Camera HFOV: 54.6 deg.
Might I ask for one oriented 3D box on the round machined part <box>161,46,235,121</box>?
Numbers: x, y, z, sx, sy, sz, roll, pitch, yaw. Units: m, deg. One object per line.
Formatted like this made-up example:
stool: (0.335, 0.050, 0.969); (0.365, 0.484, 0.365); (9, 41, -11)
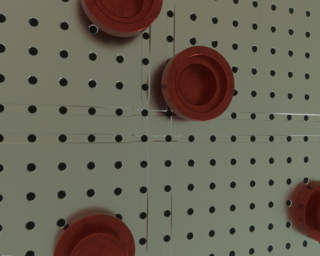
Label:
round machined part: (0.048, -0.058, 0.421); (0.099, 0.042, 0.097); (0, 90, -20)

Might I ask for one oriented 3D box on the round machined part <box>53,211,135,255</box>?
round machined part: (-0.077, 0.154, 0.375); (0.099, 0.042, 0.097); (0, 90, -20)

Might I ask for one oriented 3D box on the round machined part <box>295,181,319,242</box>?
round machined part: (0.274, 0.138, 0.504); (0.099, 0.042, 0.097); (0, 90, -20)

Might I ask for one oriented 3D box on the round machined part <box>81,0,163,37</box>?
round machined part: (-0.050, -0.162, 0.385); (0.099, 0.042, 0.097); (0, 90, -20)
